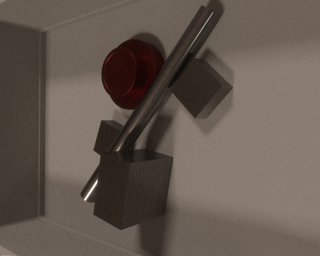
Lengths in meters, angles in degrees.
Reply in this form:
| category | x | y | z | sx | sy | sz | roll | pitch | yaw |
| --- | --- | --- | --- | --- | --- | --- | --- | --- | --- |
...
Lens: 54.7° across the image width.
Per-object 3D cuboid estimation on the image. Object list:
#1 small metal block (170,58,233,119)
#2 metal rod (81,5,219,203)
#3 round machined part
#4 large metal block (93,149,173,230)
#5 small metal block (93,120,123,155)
| category | x | y | z | sx | sy | sz | roll | pitch | yaw |
| --- | --- | --- | --- | --- | --- | --- | --- | --- | --- |
| small metal block | 0.048 | -0.046 | 0.366 | 0.050 | 0.025 | 0.050 | 52 | 120 | 27 |
| metal rod | -0.023 | -0.018 | 0.403 | 0.025 | 0.025 | 0.299 | 45 | 111 | 30 |
| round machined part | -0.043 | -0.074 | 0.429 | 0.098 | 0.042 | 0.097 | 0 | 90 | 39 |
| large metal block | -0.033 | 0.073 | 0.396 | 0.050 | 0.081 | 0.079 | 14 | 99 | 39 |
| small metal block | -0.068 | 0.021 | 0.461 | 0.050 | 0.025 | 0.050 | 28 | 107 | 36 |
